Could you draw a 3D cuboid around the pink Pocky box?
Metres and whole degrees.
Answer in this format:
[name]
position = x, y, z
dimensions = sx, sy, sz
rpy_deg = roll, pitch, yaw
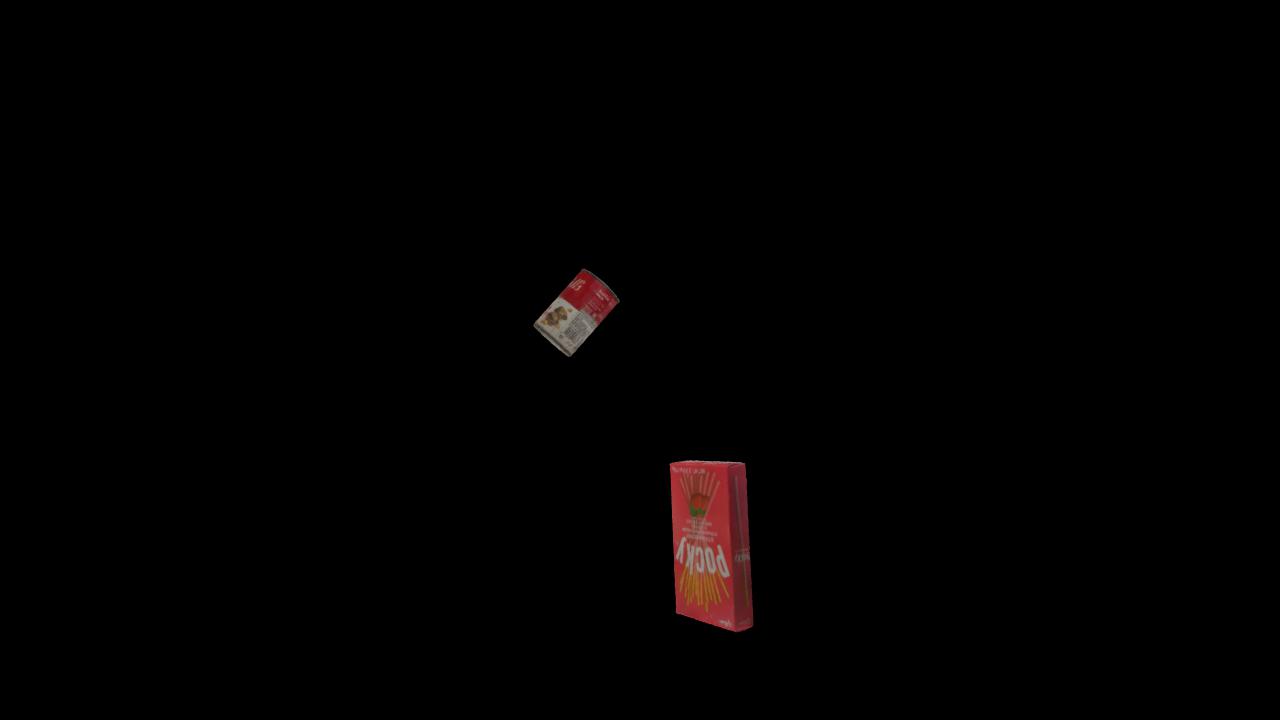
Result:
[pink Pocky box]
position = 0.069, 0.178, 0.607
dimensions = 0.029, 0.155, 0.084
rpy_deg = 3, -7, -39

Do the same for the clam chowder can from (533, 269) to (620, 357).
[clam chowder can]
position = -0.085, -0.062, 0.825
dimensions = 0.068, 0.102, 0.068
rpy_deg = 39, -7, 6
